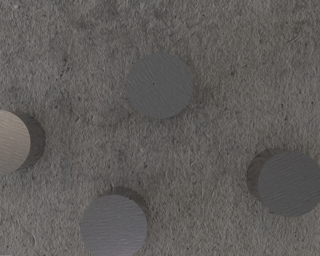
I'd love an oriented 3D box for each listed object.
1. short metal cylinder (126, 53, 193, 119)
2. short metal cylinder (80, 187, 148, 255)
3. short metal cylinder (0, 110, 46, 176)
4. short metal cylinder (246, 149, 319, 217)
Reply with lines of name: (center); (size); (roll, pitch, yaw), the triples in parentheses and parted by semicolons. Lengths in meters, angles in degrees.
short metal cylinder: (0.000, -0.051, 0.397); (0.081, 0.050, 0.080); (0, 90, 0)
short metal cylinder: (-0.055, 0.120, 0.397); (0.081, 0.050, 0.080); (0, 90, 0)
short metal cylinder: (-0.195, 0.017, 0.396); (0.081, 0.050, 0.080); (0, 90, 0)
short metal cylinder: (0.158, 0.068, 0.399); (0.081, 0.050, 0.080); (0, 90, 0)
